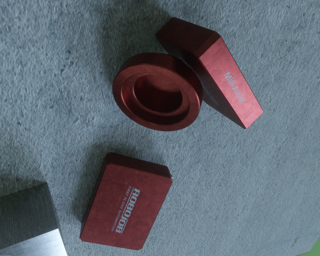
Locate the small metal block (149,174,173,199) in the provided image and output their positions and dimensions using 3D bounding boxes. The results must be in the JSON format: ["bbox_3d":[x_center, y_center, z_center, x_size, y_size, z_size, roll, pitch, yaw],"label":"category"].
[{"bbox_3d":[-0.017,0.081,0.449,0.050,0.025,0.050,15,111,-35],"label":"small metal block"}]

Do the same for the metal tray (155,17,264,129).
[{"bbox_3d":[0.058,-0.062,0.359,0.030,0.090,0.130,-45,130,0],"label":"metal tray"}]

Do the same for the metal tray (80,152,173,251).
[{"bbox_3d":[-0.048,0.104,0.426,0.091,0.030,0.129,16,111,-16],"label":"metal tray"}]

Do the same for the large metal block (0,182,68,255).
[{"bbox_3d":[-0.160,0.119,0.358,0.081,0.080,0.050,-16,125,-20],"label":"large metal block"}]

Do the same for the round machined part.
[{"bbox_3d":[0.000,-0.044,0.348,0.098,0.042,0.097,12,140,10],"label":"round machined part"}]
